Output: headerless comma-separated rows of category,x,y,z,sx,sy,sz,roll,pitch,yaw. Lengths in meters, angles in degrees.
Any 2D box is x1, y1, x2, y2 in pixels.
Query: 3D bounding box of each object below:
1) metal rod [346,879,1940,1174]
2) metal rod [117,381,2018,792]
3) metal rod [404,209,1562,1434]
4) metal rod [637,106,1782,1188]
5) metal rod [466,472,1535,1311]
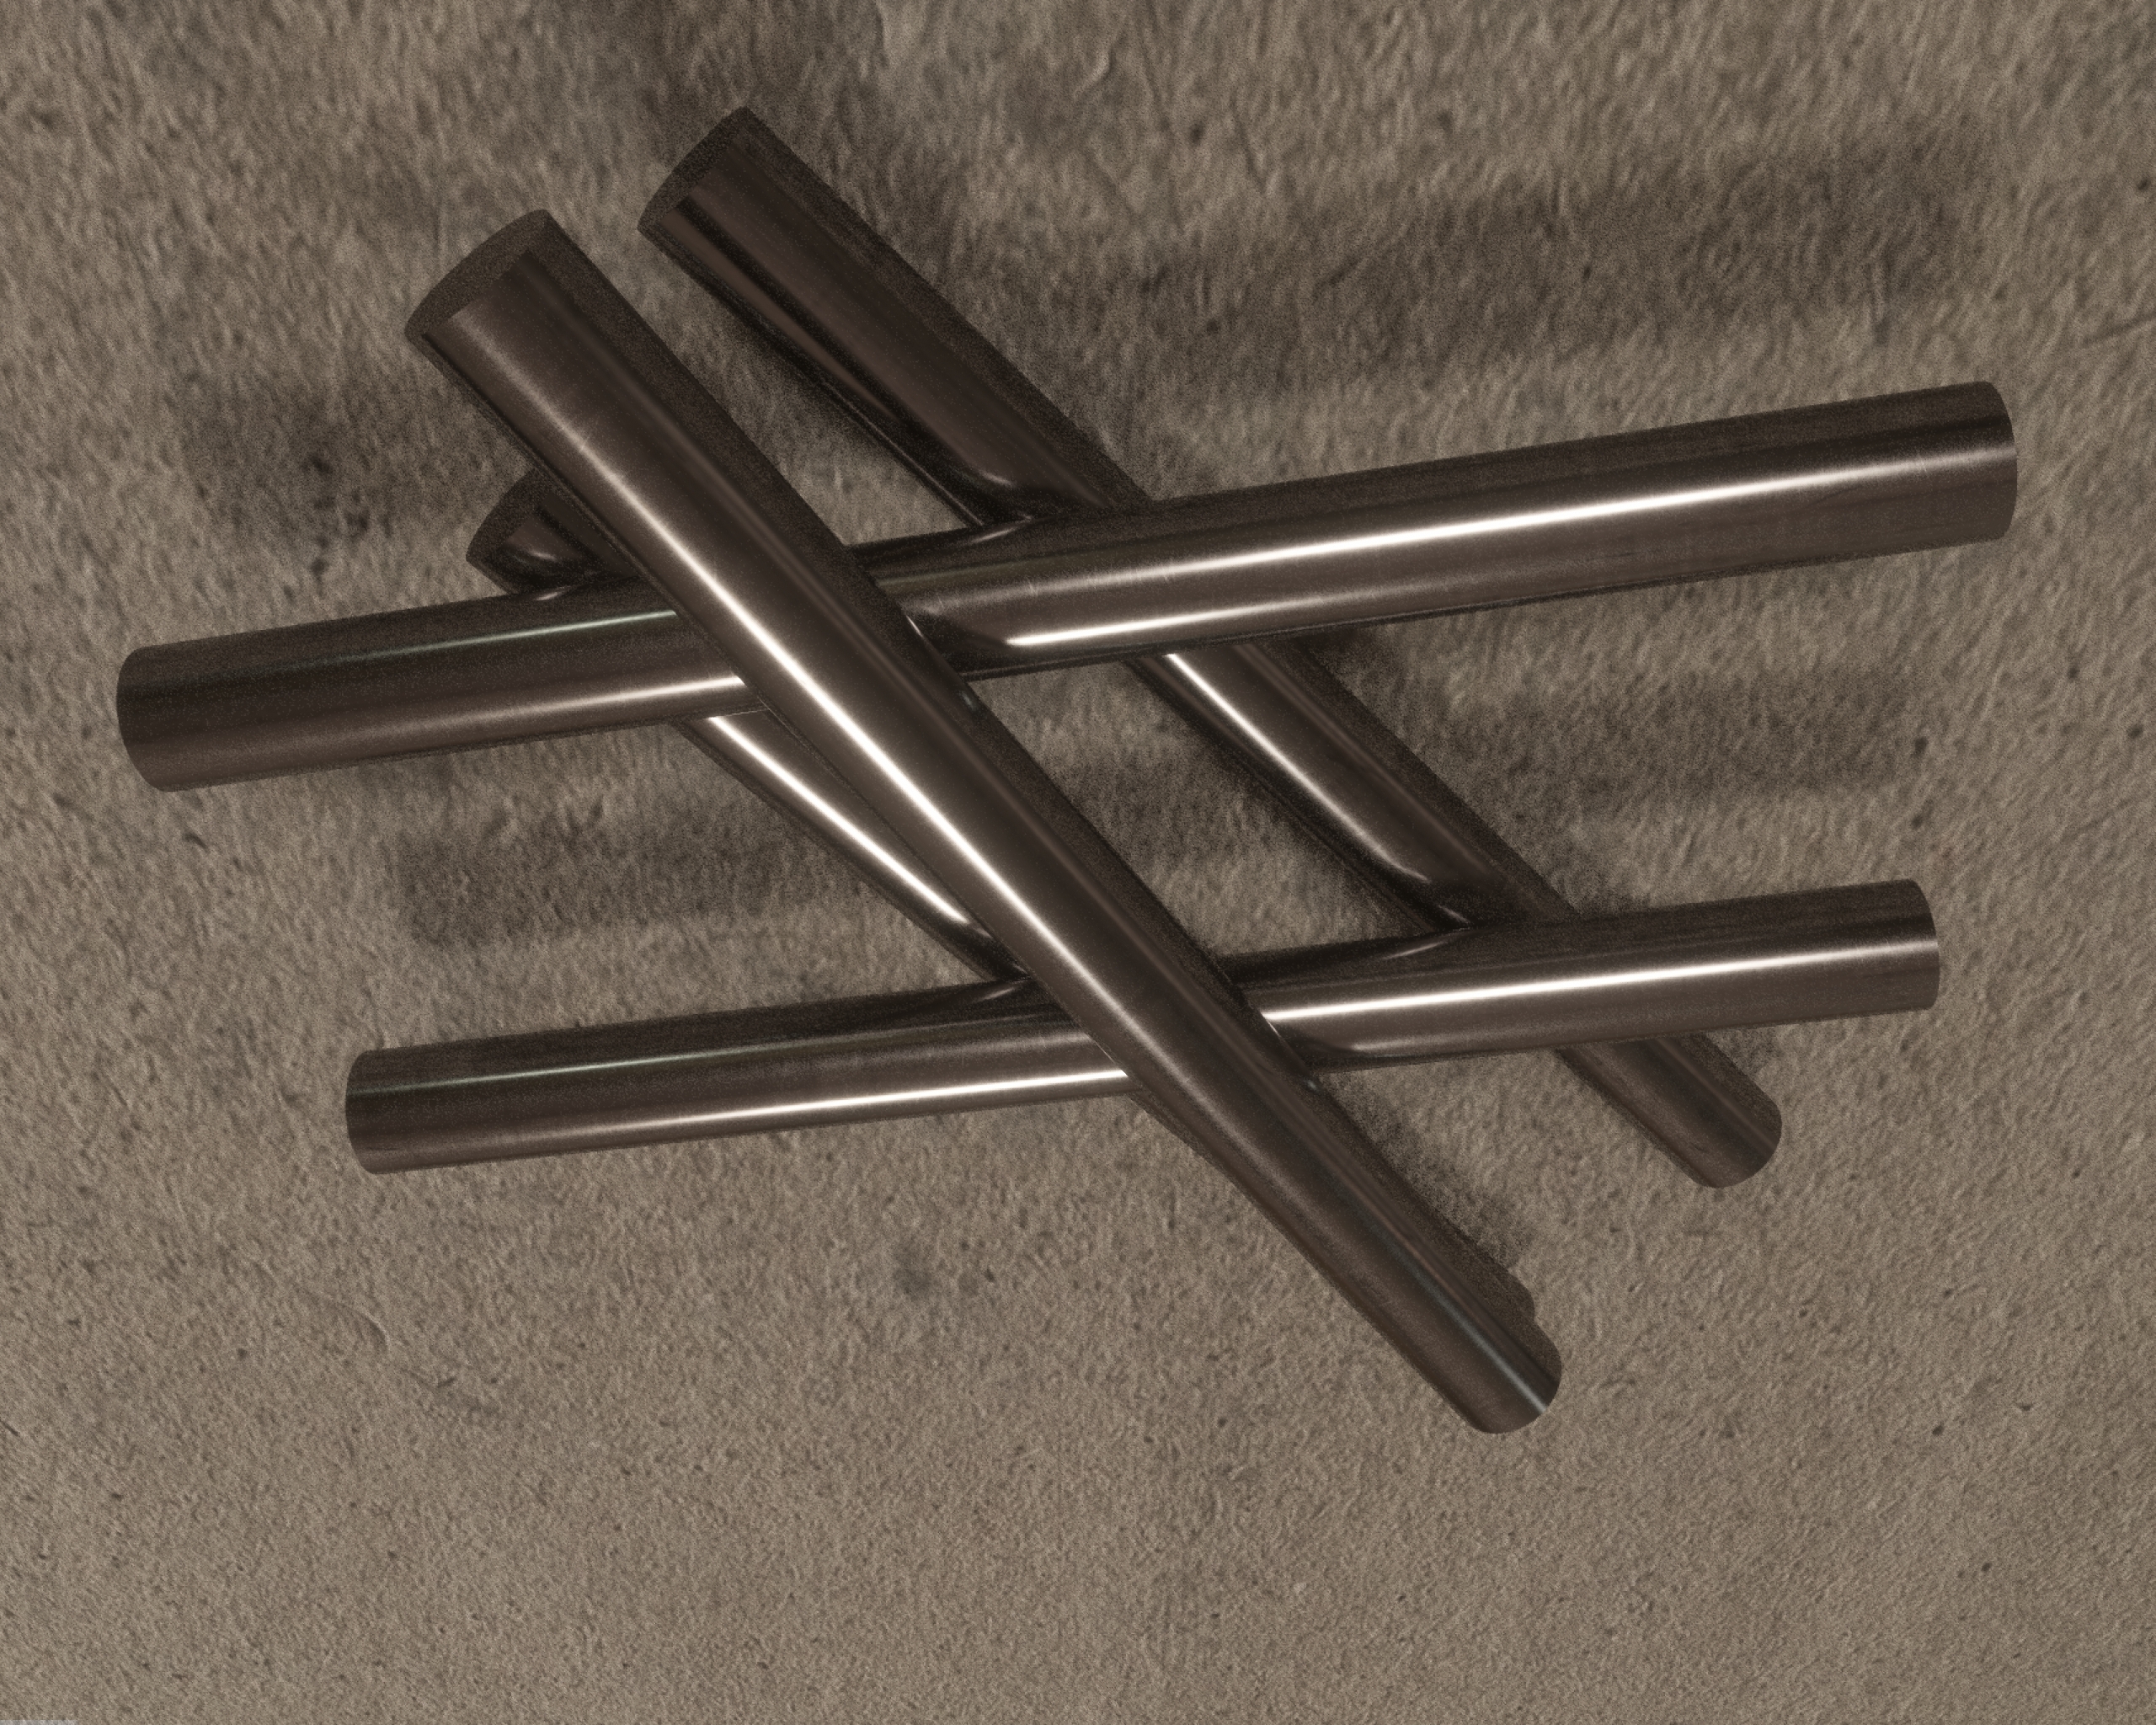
metal rod,0.009,0.033,0.404,0.302,0.025,0.025,-7,130,5
metal rod,-0.007,-0.043,0.339,0.302,0.025,0.025,-7,130,5
metal rod,0.005,0.015,0.357,0.025,0.025,0.300,-28,126,21
metal rod,0.043,-0.022,0.390,0.025,0.025,0.301,-35,122,26
metal rod,0.002,0.026,0.430,0.025,0.025,0.300,-33,123,25
